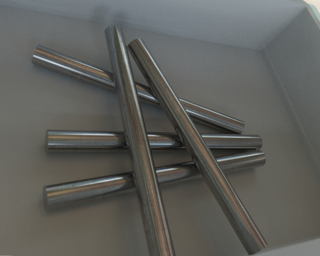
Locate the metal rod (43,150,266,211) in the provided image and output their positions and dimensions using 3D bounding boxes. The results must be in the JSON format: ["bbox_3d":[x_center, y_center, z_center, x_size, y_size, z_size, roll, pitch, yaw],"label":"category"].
[{"bbox_3d":[0.017,0.057,0.380,0.303,0.025,0.025,-5,65,-31],"label":"metal rod"}]

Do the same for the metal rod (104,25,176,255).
[{"bbox_3d":[-0.028,0.002,0.355,0.025,0.025,0.299,0,62,-29],"label":"metal rod"}]

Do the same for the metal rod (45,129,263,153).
[{"bbox_3d":[0.013,0.018,0.401,0.303,0.025,0.025,2,61,-28],"label":"metal rod"}]

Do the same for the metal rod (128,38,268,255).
[{"bbox_3d":[0.038,0.011,0.387,0.025,0.025,0.299,-19,72,-36],"label":"metal rod"}]

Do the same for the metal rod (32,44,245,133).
[{"bbox_3d":[-0.016,-0.045,0.423,0.302,0.025,0.025,18,55,-18],"label":"metal rod"}]
